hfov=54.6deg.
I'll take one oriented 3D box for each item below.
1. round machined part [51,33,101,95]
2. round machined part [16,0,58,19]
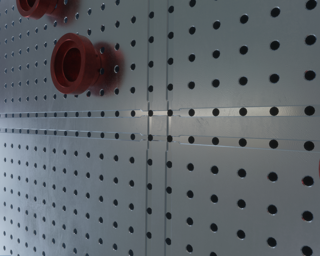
[{"bbox_3d":[-0.136,-0.103,0.512,0.098,0.042,0.097,0,90,40],"label":"round machined part"},{"bbox_3d":[-0.231,-0.256,0.591,0.098,0.042,0.097,0,90,40],"label":"round machined part"}]
